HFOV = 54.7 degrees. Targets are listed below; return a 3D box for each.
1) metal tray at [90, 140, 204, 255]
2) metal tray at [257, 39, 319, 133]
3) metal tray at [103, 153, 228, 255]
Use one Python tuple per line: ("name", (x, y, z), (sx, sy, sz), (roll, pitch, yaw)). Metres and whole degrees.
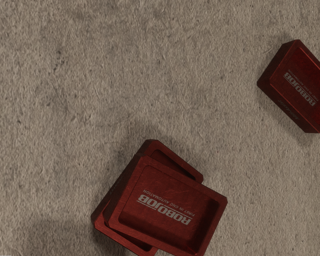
("metal tray", (-0.015, 0.090, 0.402), (0.090, 0.030, 0.130), (39, 77, -16))
("metal tray", (0.226, -0.063, 0.491), (0.130, 0.030, 0.090), (39, 77, -16))
("metal tray", (0.009, 0.098, 0.378), (0.131, 0.030, 0.090), (30, 80, -18))
